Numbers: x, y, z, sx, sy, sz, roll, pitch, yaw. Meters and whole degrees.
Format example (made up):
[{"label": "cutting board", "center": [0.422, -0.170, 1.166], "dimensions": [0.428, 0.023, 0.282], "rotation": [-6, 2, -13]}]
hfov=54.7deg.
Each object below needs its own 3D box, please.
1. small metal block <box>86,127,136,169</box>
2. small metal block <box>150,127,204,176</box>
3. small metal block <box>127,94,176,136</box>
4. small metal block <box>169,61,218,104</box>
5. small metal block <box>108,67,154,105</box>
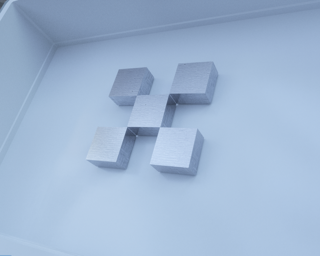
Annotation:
[{"label": "small metal block", "center": [-0.066, 0.026, 0.422], "dimensions": [0.050, 0.025, 0.050], "rotation": [1, 62, 28]}, {"label": "small metal block", "center": [0.021, 0.027, 0.375], "dimensions": [0.050, 0.025, 0.050], "rotation": [2, 62, 29]}, {"label": "small metal block", "center": [-0.011, -0.017, 0.419], "dimensions": [0.050, 0.025, 0.050], "rotation": [1, 62, 28]}, {"label": "small metal block", "center": [0.046, -0.060, 0.416], "dimensions": [0.050, 0.025, 0.050], "rotation": [3, 63, 29]}, {"label": "small metal block", "center": [-0.042, -0.062, 0.464], "dimensions": [0.050, 0.025, 0.050], "rotation": [2, 62, 29]}]
